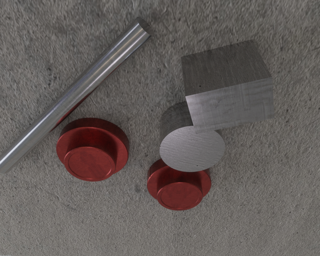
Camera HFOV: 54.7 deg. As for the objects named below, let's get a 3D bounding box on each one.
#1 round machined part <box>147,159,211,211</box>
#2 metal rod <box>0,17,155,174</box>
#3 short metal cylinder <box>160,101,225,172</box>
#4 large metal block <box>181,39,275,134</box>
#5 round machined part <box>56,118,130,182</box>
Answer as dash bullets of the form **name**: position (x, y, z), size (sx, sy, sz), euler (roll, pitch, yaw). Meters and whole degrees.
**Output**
- **round machined part**: position (0.029, 0.089, 0.472), size (0.099, 0.042, 0.097), euler (0, 130, 0)
- **metal rod**: position (-0.122, -0.024, 0.384), size (0.299, 0.025, 0.025), euler (-37, 121, 27)
- **short metal cylinder**: position (0.040, 0.012, 0.401), size (0.081, 0.050, 0.079), euler (0, 130, 0)
- **large metal block**: position (0.070, -0.046, 0.333), size (0.080, 0.080, 0.050), euler (-12, 129, 10)
- **round machined part**: position (-0.093, 0.036, 0.426), size (0.099, 0.042, 0.097), euler (0, 130, 0)
